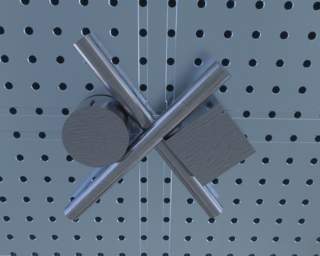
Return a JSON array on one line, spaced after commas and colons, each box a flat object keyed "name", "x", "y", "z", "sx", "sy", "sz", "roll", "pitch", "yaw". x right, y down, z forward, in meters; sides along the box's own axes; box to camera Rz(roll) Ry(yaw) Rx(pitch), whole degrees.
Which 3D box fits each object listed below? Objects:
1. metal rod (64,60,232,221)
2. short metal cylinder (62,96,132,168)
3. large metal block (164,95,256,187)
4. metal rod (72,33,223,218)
[{"name": "metal rod", "x": -0.030, "y": 0.030, "z": 0.398, "sx": 0.025, "sy": 0.025, "sz": 0.299, "roll": 41, "pitch": 113, "yaw": -14}, {"name": "short metal cylinder", "x": -0.078, "y": 0.004, "z": 0.397, "sx": 0.081, "sy": 0.050, "sz": 0.079, "roll": 0, "pitch": 110, "yaw": 0}, {"name": "large metal block", "x": 0.062, "y": 0.014, "z": 0.401, "sx": 0.080, "sy": 0.050, "sz": 0.080, "roll": -37, "pitch": 106, "yaw": 12}, {"name": "metal rod", "x": -0.006, "y": 0.008, "z": 0.412, "sx": 0.025, "sy": 0.025, "sz": 0.300, "roll": -34, "pitch": 107, "yaw": 11}]
